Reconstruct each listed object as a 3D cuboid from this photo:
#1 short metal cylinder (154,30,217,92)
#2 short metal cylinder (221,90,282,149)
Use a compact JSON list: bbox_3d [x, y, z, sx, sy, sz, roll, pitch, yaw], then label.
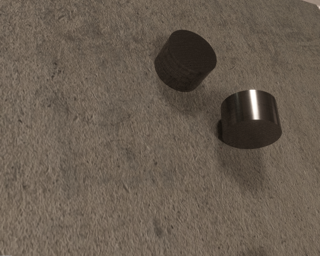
[{"bbox_3d":[0.039,-0.102,0.473,0.081,0.050,0.080,14,56,-21],"label":"short metal cylinder"},{"bbox_3d":[0.130,-0.010,0.447,0.081,0.080,0.050,17,55,-19],"label":"short metal cylinder"}]
